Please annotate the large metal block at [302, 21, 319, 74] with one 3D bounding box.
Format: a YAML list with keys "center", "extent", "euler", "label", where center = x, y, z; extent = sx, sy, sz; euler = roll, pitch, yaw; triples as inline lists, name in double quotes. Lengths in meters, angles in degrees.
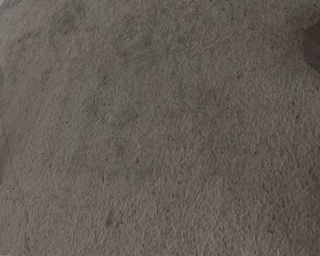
- center: [0.214, -0.086, 0.328]
  extent: [0.080, 0.050, 0.080]
  euler: [-32, 52, 7]
  label: "large metal block"
